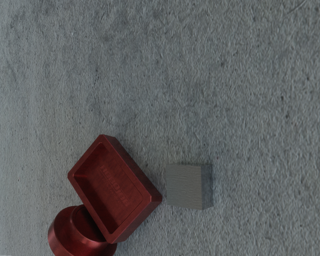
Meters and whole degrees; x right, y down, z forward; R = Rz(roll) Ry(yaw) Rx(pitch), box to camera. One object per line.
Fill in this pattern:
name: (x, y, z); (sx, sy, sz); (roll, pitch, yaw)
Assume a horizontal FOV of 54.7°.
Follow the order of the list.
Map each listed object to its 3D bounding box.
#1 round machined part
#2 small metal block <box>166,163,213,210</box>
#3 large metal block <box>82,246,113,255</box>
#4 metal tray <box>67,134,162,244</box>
round machined part: (-0.103, 0.148, 0.440); (0.098, 0.099, 0.042); (47, 113, 29)
small metal block: (0.035, 0.069, 0.374); (0.050, 0.025, 0.050); (-3, 88, 39)
large metal block: (-0.102, 0.240, 0.470); (0.080, 0.050, 0.080); (-45, 63, 30)
metal tray: (-0.068, 0.083, 0.441); (0.090, 0.030, 0.130); (-49, 60, 11)
